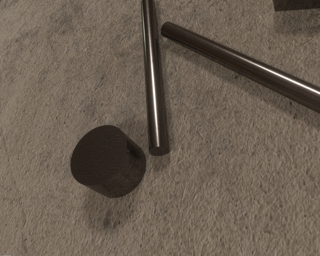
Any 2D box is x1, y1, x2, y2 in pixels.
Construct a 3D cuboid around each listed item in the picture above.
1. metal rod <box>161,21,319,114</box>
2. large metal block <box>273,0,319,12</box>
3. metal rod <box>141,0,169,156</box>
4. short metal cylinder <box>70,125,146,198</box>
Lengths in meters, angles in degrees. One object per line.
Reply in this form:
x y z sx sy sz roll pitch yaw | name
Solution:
0.103 -0.084 0.400 0.025 0.025 0.300 -47 52 -5 | metal rod
0.199 -0.205 0.409 0.080 0.050 0.080 8 66 31 | large metal block
-0.011 -0.096 0.467 0.025 0.025 0.299 -17 55 18 | metal rod
-0.065 0.043 0.394 0.080 0.050 0.080 -13 56 20 | short metal cylinder
